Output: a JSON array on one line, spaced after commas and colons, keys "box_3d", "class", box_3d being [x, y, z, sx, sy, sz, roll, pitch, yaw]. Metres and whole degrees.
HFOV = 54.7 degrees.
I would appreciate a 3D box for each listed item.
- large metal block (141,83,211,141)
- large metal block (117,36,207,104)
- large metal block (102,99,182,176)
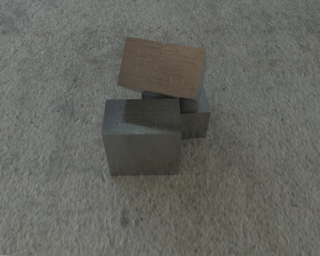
[{"box_3d": [0.017, -0.031, 0.413, 0.081, 0.050, 0.080, -4, 50, -4], "class": "large metal block"}, {"box_3d": [0.007, -0.061, 0.345, 0.080, 0.080, 0.050, 12, 93, 9], "class": "large metal block"}, {"box_3d": [-0.019, 0.012, 0.357, 0.081, 0.080, 0.050, -1, 50, -1], "class": "large metal block"}]
